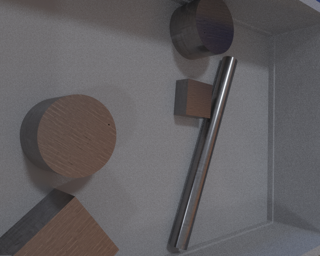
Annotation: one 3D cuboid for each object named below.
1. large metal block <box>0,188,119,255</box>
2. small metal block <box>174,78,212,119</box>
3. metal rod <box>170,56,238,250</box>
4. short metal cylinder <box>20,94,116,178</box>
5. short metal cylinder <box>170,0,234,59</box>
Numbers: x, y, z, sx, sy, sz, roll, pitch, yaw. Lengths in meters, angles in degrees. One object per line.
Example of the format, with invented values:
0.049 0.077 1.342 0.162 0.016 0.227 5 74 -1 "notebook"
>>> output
-0.102 0.120 0.306 0.080 0.050 0.080 -45 118 -31 "large metal block"
0.049 -0.041 0.450 0.050 0.025 0.050 7 86 -40 "small metal block"
0.070 0.028 0.467 0.025 0.025 0.299 29 72 -37 "metal rod"
-0.092 0.007 0.314 0.081 0.050 0.079 0 90 -40 "short metal cylinder"
0.061 -0.142 0.443 0.081 0.050 0.079 0 91 -40 "short metal cylinder"
